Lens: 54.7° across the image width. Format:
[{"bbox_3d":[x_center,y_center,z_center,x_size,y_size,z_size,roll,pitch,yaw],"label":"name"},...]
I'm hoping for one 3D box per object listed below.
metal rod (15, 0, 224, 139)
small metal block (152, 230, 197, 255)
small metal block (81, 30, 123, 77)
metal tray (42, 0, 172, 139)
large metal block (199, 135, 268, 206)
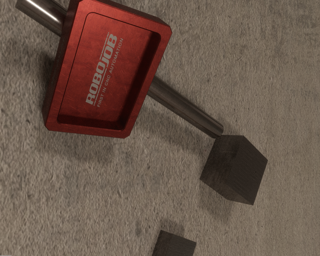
[{"bbox_3d":[-0.017,-0.055,0.361,0.301,0.025,0.025,30,71,-39],"label":"metal rod"},{"bbox_3d":[0.018,0.173,0.422,0.050,0.025,0.050,32,70,-36],"label":"small metal block"},{"bbox_3d":[-0.064,-0.083,0.352,0.050,0.025,0.050,-21,104,-38],"label":"small metal block"},{"bbox_3d":[-0.055,-0.054,0.304,0.091,0.030,0.129,8,120,-32],"label":"metal tray"},{"bbox_3d":[0.119,0.066,0.491,0.080,0.050,0.080,39,66,-33],"label":"large metal block"}]
